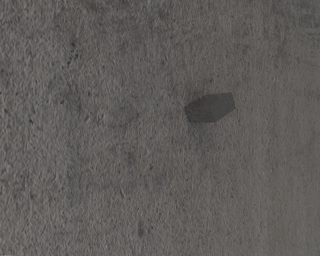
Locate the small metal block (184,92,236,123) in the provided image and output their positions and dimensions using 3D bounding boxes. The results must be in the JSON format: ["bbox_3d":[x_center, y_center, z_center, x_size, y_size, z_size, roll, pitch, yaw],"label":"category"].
[{"bbox_3d":[0.072,-0.029,0.448,0.050,0.050,0.025,-31,109,-36],"label":"small metal block"}]
